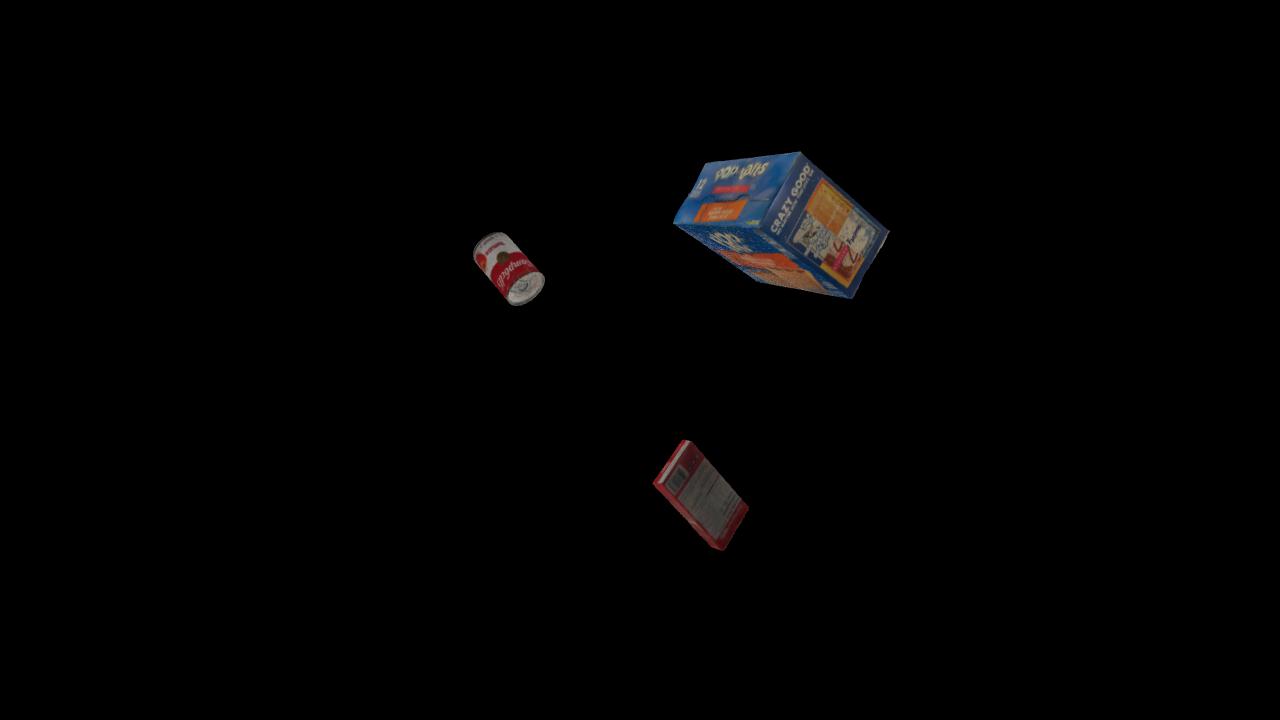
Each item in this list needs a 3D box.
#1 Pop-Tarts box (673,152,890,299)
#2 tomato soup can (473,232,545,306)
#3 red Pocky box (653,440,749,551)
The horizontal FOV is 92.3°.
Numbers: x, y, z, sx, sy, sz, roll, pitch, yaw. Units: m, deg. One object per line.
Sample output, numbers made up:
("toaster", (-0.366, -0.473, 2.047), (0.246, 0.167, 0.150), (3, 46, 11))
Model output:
("Pop-Tarts box", (0.143, -0.140, 0.651), (0.141, 0.083, 0.167), (29, -1, -29))
("tomato soup can", (-0.202, -0.141, 0.947), (0.101, 0.068, 0.068), (48, 22, 21))
("red Pocky box", (0.091, 0.198, 0.897), (0.028, 0.155, 0.083), (-9, 36, 54))
